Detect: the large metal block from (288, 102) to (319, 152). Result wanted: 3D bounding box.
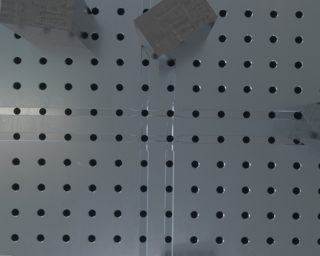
[{"bbox_3d":[0.224,0.008,0.387,0.080,0.080,0.050,26,90,0],"label":"large metal block"}]

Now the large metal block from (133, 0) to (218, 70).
[{"bbox_3d":[0.018,-0.122,0.386,0.080,0.080,0.050,-34,90,0],"label":"large metal block"}]

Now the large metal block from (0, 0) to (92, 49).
[{"bbox_3d":[-0.136,-0.138,0.385,0.080,0.080,0.050,7,90,0],"label":"large metal block"}]
